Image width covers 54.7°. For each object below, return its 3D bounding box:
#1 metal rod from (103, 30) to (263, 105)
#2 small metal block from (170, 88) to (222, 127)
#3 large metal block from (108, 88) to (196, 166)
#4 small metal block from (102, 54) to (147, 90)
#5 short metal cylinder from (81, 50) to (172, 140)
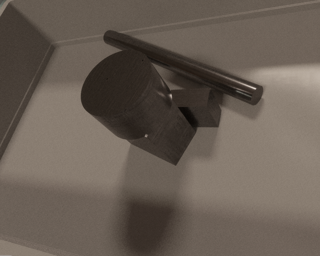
[{"bbox_3d":[0.013,-0.100,0.458,0.300,0.025,0.025,31,79,37],"label":"metal rod"},{"bbox_3d":[0.043,-0.024,0.381,0.050,0.050,0.025,0,62,28],"label":"small metal block"},{"bbox_3d":[-0.014,-0.005,0.379,0.080,0.080,0.050,23,74,36],"label":"large metal block"},{"bbox_3d":[-0.055,-0.088,0.487,0.050,0.025,0.050,8,65,31],"label":"small metal block"},{"bbox_3d":[-0.034,-0.034,0.325,0.080,0.050,0.080,-13,57,21],"label":"short metal cylinder"}]
